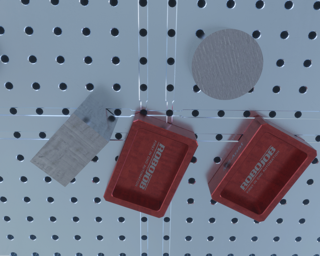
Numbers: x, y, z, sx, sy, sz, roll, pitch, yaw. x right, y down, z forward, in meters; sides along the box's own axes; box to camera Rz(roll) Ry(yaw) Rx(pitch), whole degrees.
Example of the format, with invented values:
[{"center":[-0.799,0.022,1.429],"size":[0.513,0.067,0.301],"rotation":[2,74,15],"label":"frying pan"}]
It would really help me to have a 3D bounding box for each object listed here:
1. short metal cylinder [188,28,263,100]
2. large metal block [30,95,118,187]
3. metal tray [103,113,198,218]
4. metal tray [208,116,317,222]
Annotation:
[{"center":[0.076,-0.079,0.372],"size":[0.081,0.050,0.079],"rotation":[0,110,0],"label":"short metal cylinder"},{"center":[-0.103,0.013,0.388],"size":[0.050,0.080,0.080],"rotation":[42,105,-14],"label":"large metal block"},{"center":[-0.014,0.054,0.430],"size":[0.090,0.030,0.129],"rotation":[21,109,-8],"label":"metal tray"},{"center":[0.140,0.060,0.433],"size":[0.090,0.030,0.129],"rotation":[27,108,-10],"label":"metal tray"}]
